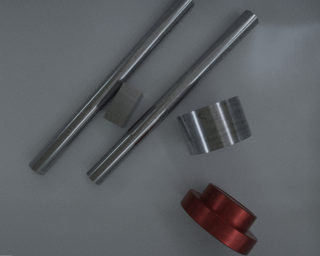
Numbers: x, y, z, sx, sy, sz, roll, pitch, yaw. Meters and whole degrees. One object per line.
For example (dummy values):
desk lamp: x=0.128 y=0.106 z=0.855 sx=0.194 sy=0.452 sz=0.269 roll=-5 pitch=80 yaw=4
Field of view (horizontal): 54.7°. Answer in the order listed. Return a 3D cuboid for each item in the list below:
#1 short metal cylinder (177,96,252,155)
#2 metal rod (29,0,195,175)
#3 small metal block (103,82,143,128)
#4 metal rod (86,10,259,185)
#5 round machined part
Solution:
short metal cylinder: x=0.067 y=-0.003 z=0.385 sx=0.080 sy=0.080 sz=0.050 roll=-19 pitch=90 yaw=0
metal rod: x=-0.063 y=-0.058 z=0.410 sx=0.025 sy=0.025 sz=0.300 roll=42 pitch=90 yaw=-1
small metal block: x=-0.045 y=-0.028 z=0.398 sx=0.025 sy=0.050 sz=0.050 roll=30 pitch=90 yaw=0
metal rod: x=0.017 y=-0.040 z=0.411 sx=0.025 sy=0.025 sz=0.300 roll=44 pitch=90 yaw=-1
round machined part: x=0.077 y=0.103 z=0.376 sx=0.098 sy=0.098 sz=0.042 roll=36 pitch=90 yaw=-1
